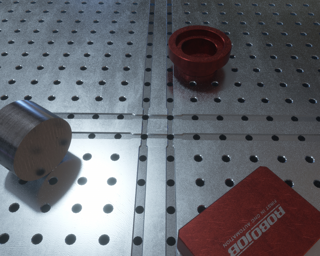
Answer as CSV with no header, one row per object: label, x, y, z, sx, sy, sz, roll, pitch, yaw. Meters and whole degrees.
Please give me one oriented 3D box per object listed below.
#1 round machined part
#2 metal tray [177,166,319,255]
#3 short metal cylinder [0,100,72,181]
round machined part,0.062,-0.120,0.498,0.099,0.042,0.098,0,50,0
metal tray,0.094,0.107,0.315,0.131,0.030,0.090,-31,57,-24
short metal cylinder,-0.150,0.014,0.359,0.050,0.080,0.080,28,55,21
